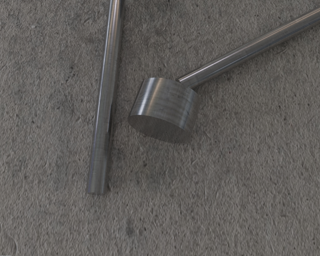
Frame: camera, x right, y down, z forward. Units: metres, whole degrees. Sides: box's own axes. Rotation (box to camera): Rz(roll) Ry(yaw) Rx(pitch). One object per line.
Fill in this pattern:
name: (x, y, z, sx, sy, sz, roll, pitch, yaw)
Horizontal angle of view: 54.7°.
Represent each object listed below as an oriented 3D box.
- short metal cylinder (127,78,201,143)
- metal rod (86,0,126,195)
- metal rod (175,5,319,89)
short metal cylinder: (0.006, -0.020, 0.386, 0.080, 0.080, 0.050, 16, 71, 6)
metal rod: (-0.072, -0.060, 0.429, 0.025, 0.025, 0.299, 2, 70, 1)
metal rod: (0.159, -0.128, 0.456, 0.302, 0.025, 0.025, -28, 73, -10)
